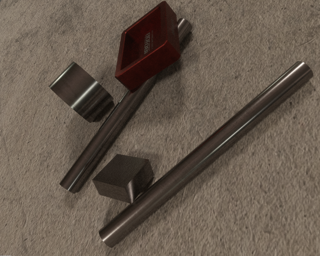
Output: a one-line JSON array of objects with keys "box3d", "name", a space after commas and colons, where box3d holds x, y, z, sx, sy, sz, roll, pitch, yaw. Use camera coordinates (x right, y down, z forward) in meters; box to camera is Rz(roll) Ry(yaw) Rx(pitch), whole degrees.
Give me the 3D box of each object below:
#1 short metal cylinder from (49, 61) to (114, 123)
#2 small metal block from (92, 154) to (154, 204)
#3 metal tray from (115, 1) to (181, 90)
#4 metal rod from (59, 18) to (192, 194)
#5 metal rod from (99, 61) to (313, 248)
[{"box3d": [-0.116, -0.052, 0.459, 0.050, 0.080, 0.080, -48, 52, -5], "name": "short metal cylinder"}, {"box3d": [-0.044, 0.060, 0.374, 0.050, 0.025, 0.050, 6, 37, 33], "name": "small metal block"}, {"box3d": [-0.018, -0.124, 0.454, 0.090, 0.030, 0.130, -29, 38, 25], "name": "metal tray"}, {"box3d": [-0.043, -0.040, 0.448, 0.025, 0.025, 0.300, 25, 75, 36], "name": "metal rod"}, {"box3d": [0.052, 0.030, 0.357, 0.300, 0.025, 0.025, -40, 51, 0], "name": "metal rod"}]
